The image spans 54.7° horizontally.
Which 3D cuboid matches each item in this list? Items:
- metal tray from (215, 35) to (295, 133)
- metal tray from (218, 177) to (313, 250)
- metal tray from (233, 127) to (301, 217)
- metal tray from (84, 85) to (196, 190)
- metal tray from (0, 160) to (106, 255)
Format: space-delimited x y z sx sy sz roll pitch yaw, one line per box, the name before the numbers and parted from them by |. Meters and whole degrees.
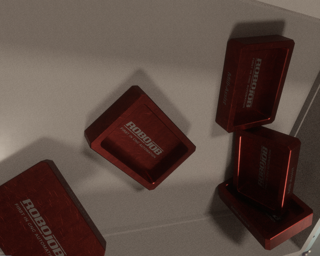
metal tray | 0.133 -0.062 0.441 0.091 0.030 0.129 -11 124 -23
metal tray | 0.170 0.125 0.514 0.091 0.130 0.030 -25 128 -14
metal tray | 0.163 0.064 0.487 0.030 0.090 0.129 -26 125 -35
metal tray | -0.021 0.018 0.406 0.090 0.030 0.130 -44 130 2
metal tray | -0.134 0.113 0.357 0.090 0.030 0.130 -33 93 -8
